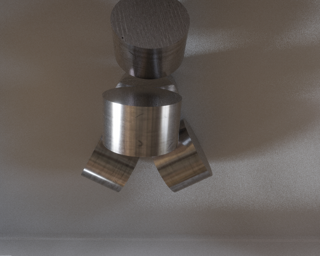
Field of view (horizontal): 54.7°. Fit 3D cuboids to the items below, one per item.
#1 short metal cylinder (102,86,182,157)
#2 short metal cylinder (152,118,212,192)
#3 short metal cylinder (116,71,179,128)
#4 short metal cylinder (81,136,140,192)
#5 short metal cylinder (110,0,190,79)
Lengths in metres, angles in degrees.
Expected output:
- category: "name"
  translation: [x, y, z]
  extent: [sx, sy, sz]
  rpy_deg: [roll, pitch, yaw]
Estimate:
- category: "short metal cylinder"
  translation: [-0.019, -0.010, 0.323]
  extent: [0.081, 0.080, 0.050]
  rpy_deg: [3, 110, -1]
- category: "short metal cylinder"
  translation: [0.026, 0.034, 0.393]
  extent: [0.050, 0.080, 0.080]
  rpy_deg: [-27, 108, 10]
- category: "short metal cylinder"
  translation: [-0.016, -0.035, 0.382]
  extent: [0.081, 0.050, 0.079]
  rpy_deg: [0, 110, 0]
- category: "short metal cylinder"
  translation: [-0.058, 0.034, 0.392]
  extent: [0.050, 0.080, 0.080]
  rpy_deg: [28, 108, -9]
- category: "short metal cylinder"
  translation: [-0.011, -0.100, 0.336]
  extent: [0.081, 0.080, 0.050]
  rpy_deg: [4, 153, -2]
